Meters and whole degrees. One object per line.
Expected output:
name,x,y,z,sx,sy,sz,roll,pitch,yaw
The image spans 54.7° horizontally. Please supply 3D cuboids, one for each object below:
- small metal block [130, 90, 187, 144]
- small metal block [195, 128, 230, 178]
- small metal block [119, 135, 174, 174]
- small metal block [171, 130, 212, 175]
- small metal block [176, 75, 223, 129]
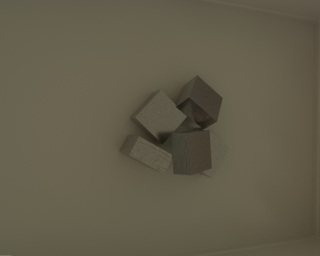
small metal block,-0.002,-0.014,0.408,0.050,0.025,0.050,45,76,-15
small metal block,0.061,0.034,0.432,0.050,0.025,0.050,37,78,-17
small metal block,-0.018,0.032,0.389,0.050,0.050,0.025,31,80,-18
small metal block,0.040,0.029,0.386,0.050,0.025,0.050,-5,92,-52
small metal block,0.055,-0.035,0.418,0.050,0.025,0.050,39,45,-17
